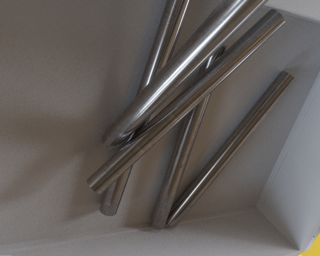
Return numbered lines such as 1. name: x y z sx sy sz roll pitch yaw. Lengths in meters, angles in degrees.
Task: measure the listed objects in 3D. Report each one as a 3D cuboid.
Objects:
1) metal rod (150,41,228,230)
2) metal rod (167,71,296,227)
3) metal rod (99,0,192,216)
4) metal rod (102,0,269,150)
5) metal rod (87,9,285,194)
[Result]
1. metal rod: 0.034 0.026 0.445 0.025 0.025 0.298 2 118 -30
2. metal rod: 0.107 0.039 0.493 0.025 0.025 0.299 30 102 -38
3. metal rod: -0.026 -0.013 0.387 0.025 0.025 0.298 6 115 -32
4. metal rod: 0.019 -0.056 0.287 0.025 0.025 0.299 10 145 -33
5. metal rod: 0.030 -0.031 0.373 0.300 0.025 0.025 -43 130 1
